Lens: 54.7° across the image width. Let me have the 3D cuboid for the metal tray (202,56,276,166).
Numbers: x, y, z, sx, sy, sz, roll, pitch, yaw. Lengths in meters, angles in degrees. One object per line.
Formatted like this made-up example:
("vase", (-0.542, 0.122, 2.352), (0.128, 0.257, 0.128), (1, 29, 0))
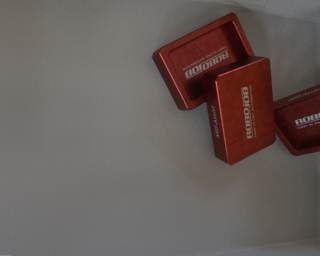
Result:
("metal tray", (0.113, -0.024, 0.427), (0.091, 0.030, 0.129), (-23, 115, -21))

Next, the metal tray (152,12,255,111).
("metal tray", (0.066, -0.092, 0.431), (0.131, 0.030, 0.090), (-31, 100, -17))

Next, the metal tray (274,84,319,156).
("metal tray", (0.228, -0.013, 0.438), (0.090, 0.130, 0.030), (50, 51, -14))
